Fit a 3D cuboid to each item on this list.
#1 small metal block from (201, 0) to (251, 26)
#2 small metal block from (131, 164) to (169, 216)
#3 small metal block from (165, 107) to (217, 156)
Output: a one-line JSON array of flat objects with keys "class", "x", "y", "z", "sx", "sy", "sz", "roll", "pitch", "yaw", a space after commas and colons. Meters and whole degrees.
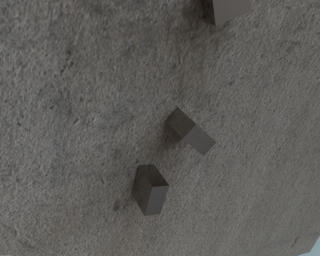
[{"class": "small metal block", "x": 0.075, "y": -0.152, "z": 0.355, "sx": 0.050, "sy": 0.025, "sz": 0.050, "roll": -26, "pitch": 128, "yaw": -13}, {"class": "small metal block", "x": -0.015, "y": 0.087, "z": 0.438, "sx": 0.025, "sy": 0.050, "sz": 0.050, "roll": 0, "pitch": 118, "yaw": -29}, {"class": "small metal block", "x": 0.041, "y": 0.004, "z": 0.418, "sx": 0.025, "sy": 0.050, "sz": 0.050, "roll": -48, "pitch": 130, "yaw": 5}]
